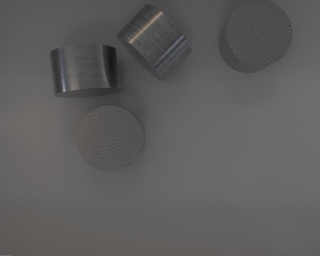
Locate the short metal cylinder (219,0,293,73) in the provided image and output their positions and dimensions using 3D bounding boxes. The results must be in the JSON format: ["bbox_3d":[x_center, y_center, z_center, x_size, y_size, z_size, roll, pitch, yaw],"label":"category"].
[{"bbox_3d":[0.121,-0.115,0.400,0.081,0.050,0.080,0,90,0],"label":"short metal cylinder"}]

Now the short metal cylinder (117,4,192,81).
[{"bbox_3d":[-0.007,-0.104,0.384,0.080,0.080,0.050,44,90,0],"label":"short metal cylinder"}]

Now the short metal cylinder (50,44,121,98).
[{"bbox_3d":[-0.091,-0.068,0.383,0.080,0.080,0.050,-7,90,0],"label":"short metal cylinder"}]

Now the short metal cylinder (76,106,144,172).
[{"bbox_3d":[-0.061,0.013,0.398,0.081,0.050,0.080,0,90,0],"label":"short metal cylinder"}]
